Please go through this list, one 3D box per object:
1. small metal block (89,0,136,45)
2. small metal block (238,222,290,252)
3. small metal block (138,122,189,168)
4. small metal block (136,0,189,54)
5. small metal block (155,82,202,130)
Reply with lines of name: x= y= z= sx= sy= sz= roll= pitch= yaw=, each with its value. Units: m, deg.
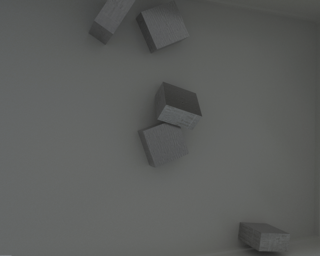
small metal block: x=-0.059 y=-0.134 z=0.375 sx=0.025 sy=0.050 sz=0.050 roll=33 pitch=79 yaw=-17
small metal block: x=0.151 y=0.159 z=0.453 sx=0.050 sy=0.050 sz=0.025 roll=9 pitch=87 yaw=-20
small metal block: x=0.004 y=0.019 z=0.412 sx=0.050 sy=0.025 sz=0.050 roll=-21 pitch=97 yaw=-19
small metal block: x=0.003 y=-0.134 z=0.411 sx=0.050 sy=0.025 sz=0.050 roll=-27 pitch=99 yaw=-18
small metal block: x=0.023 y=-0.029 z=0.404 sx=0.050 sy=0.050 sz=0.025 roll=17 pitch=128 yaw=-19
